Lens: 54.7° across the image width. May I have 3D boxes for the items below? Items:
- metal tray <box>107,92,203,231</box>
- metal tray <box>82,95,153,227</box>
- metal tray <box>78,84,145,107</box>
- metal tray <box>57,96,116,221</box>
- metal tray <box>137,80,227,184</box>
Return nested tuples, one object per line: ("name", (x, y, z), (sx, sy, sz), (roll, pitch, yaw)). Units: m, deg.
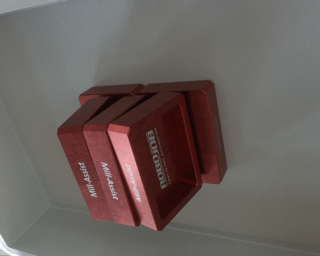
("metal tray", (0.001, 0.036, 0.344), (0.030, 0.091, 0.129), (9, 124, 40))
("metal tray", (-0.034, 0.037, 0.364), (0.030, 0.090, 0.129), (0, 116, 28))
("metal tray", (-0.051, 0.006, 0.433), (0.090, 0.030, 0.129), (0, 119, 28))
("metal tray", (-0.070, 0.037, 0.382), (0.030, 0.090, 0.129), (-6, 116, 17))
("metal tray", (0.030, 0.008, 0.392), (0.090, 0.030, 0.129), (0, 119, 28))
